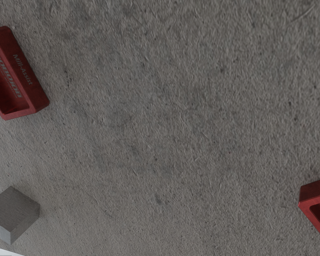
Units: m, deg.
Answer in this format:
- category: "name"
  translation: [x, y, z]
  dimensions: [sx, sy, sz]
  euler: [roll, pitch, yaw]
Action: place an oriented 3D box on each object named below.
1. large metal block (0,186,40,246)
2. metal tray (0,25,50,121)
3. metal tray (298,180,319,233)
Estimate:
- category: "large metal block"
  translation: [-0.313, 0.181, 0.649]
  dimensions: [0.080, 0.080, 0.050]
  euler: [29, 128, 10]
- category: "metal tray"
  translation: [-0.239, -0.080, 0.480]
  dimensions: [0.090, 0.030, 0.129]
  euler: [-9, 114, 32]
- category: "metal tray"
  translation: [0.233, 0.085, 0.333]
  dimensions: [0.130, 0.030, 0.090]
  euler: [-34, 100, 38]
